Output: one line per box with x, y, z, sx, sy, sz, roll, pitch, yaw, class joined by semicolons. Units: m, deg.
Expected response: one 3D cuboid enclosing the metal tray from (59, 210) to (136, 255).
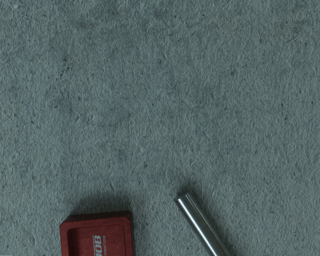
-0.077;0.180;0.406;0.091;0.030;0.129;-5;90;0;metal tray

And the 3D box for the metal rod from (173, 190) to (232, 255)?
0.110;0.214;0.410;0.025;0.025;0.299;-33;90;0;metal rod
